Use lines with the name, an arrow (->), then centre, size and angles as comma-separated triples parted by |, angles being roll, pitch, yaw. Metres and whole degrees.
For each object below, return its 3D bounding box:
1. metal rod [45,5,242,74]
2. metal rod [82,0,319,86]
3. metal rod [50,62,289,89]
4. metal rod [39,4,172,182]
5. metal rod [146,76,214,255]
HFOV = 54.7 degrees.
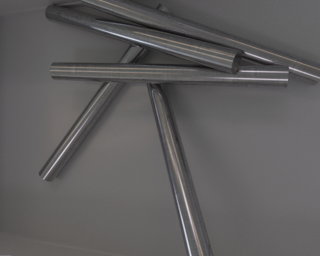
metal rod -> -0.041, -0.122, 0.399 | 0.300, 0.025, 0.025 | 23, 98, 28
metal rod -> 0.042, -0.115, 0.375 | 0.301, 0.025, 0.025 | 22, 98, 11
metal rod -> -0.003, -0.067, 0.384 | 0.301, 0.025, 0.025 | 5, 92, 19
metal rod -> -0.082, -0.041, 0.439 | 0.025, 0.025, 0.299 | 42, 103, 15
metal rod -> 0.023, 0.059, 0.338 | 0.025, 0.025, 0.299 | -25, 57, 18
